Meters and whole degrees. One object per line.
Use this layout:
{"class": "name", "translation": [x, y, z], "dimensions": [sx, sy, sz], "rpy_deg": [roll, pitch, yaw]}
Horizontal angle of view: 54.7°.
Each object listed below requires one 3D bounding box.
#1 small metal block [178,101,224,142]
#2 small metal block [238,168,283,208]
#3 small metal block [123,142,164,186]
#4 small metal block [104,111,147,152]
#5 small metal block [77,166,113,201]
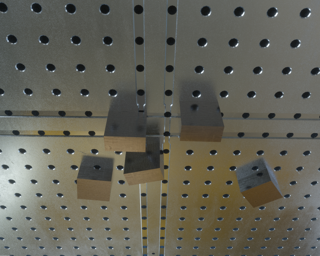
{"class": "small metal block", "translation": [0.050, -0.009, 0.388], "dimensions": [0.050, 0.050, 0.025], "rpy_deg": [2, 130, -2]}
{"class": "small metal block", "translation": [0.161, 0.098, 0.497], "dimensions": [0.050, 0.025, 0.050], "rpy_deg": [-28, 125, 21]}
{"class": "small metal block", "translation": [-0.022, 0.050, 0.438], "dimensions": [0.050, 0.050, 0.025], "rpy_deg": [-11, 129, 8]}
{"class": "small metal block", "translation": [-0.043, 0.004, 0.398], "dimensions": [0.050, 0.050, 0.025], "rpy_deg": [2, 130, -2]}
{"class": "small metal block", "translation": [-0.102, 0.088, 0.485], "dimensions": [0.050, 0.025, 0.050], "rpy_deg": [6, 130, -6]}
